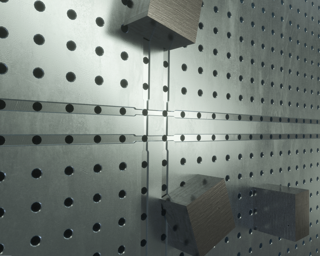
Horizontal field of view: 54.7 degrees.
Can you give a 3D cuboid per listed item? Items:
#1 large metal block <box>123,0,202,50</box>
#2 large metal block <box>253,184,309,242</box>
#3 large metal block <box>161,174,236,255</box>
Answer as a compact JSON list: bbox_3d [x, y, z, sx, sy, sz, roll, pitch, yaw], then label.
[{"bbox_3d":[0.006,-0.157,0.400,0.081,0.050,0.080,17,80,-39],"label":"large metal block"},{"bbox_3d":[0.218,0.149,0.560,0.050,0.080,0.079,-1,91,-40],"label":"large metal block"},{"bbox_3d":[0.056,0.122,0.443,0.081,0.050,0.080,-25,106,-37],"label":"large metal block"}]
